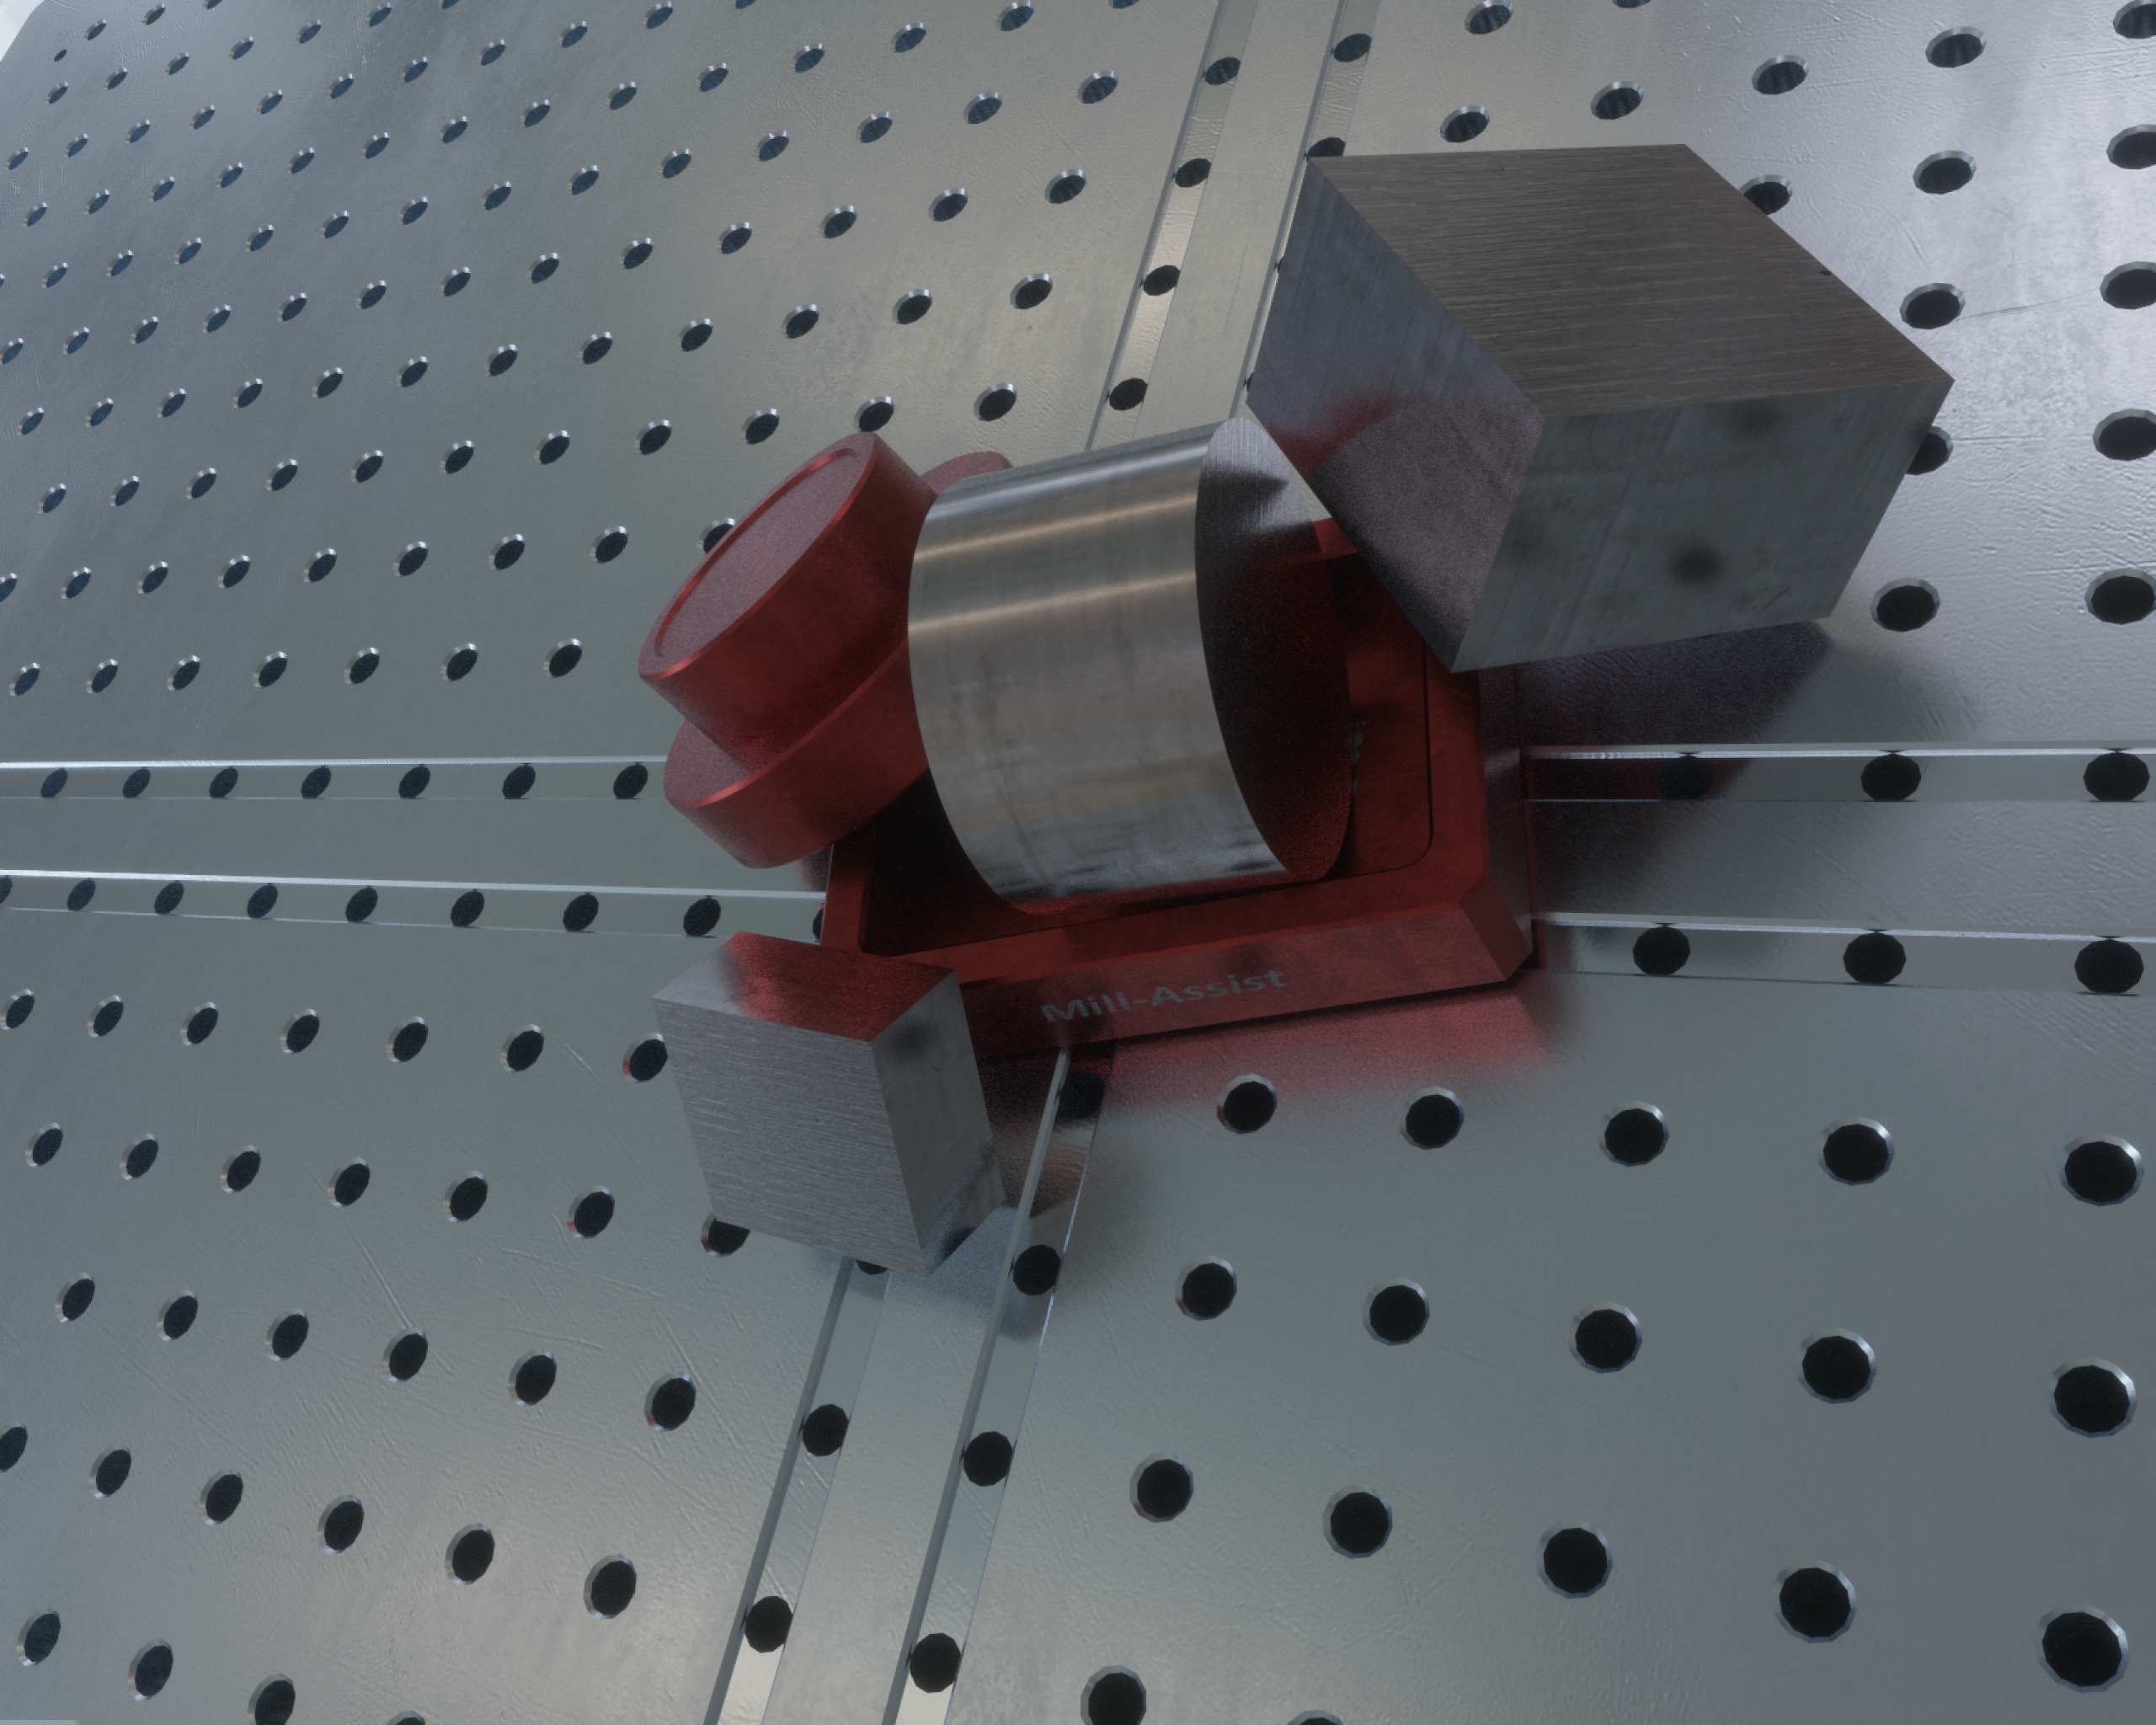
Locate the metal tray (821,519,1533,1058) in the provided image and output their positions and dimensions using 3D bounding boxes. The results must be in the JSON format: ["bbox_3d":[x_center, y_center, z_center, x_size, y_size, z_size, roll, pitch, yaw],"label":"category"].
[{"bbox_3d":[0.017,-0.014,0.402,0.130,0.030,0.090,-10,57,22],"label":"metal tray"}]

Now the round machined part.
[{"bbox_3d":[-0.051,-0.049,0.425,0.098,0.042,0.098,-36,26,21],"label":"round machined part"}]

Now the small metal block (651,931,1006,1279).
[{"bbox_3d":[-0.045,0.043,0.381,0.050,0.050,0.025,8,31,32],"label":"small metal block"}]

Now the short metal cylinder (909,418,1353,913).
[{"bbox_3d":[0.012,-0.033,0.366,0.050,0.080,0.080,-8,58,23],"label":"short metal cylinder"}]

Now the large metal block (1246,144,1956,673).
[{"bbox_3d":[0.087,-0.083,0.367,0.081,0.050,0.080,-10,49,-22],"label":"large metal block"}]
